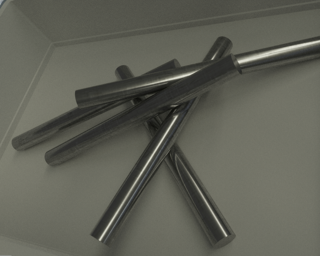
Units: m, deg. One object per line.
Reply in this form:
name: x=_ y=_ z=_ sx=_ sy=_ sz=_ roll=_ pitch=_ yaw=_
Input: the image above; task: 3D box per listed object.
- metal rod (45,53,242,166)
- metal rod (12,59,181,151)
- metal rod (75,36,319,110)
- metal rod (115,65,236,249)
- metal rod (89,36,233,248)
metal rod: x=-0.041 y=-0.011 z=0.392 sx=0.300 sy=0.025 sz=0.025 roll=-25 pitch=52 yaw=27
metal rod: x=-0.105 y=-0.025 z=0.452 sx=0.300 sy=0.025 sz=0.025 roll=-22 pitch=54 yaw=23
metal rod: x=0.047 y=-0.066 z=0.373 sx=0.302 sy=0.025 sz=0.025 roll=-12 pitch=56 yaw=3
metal rod: x=0.002 y=0.011 z=0.396 sx=0.025 sy=0.025 sz=0.300 roll=-35 pitch=51 yaw=5
metal rod: x=0.015 y=-0.002 z=0.369 sx=0.025 sy=0.025 sz=0.300 roll=15 pitch=60 yaw=34
